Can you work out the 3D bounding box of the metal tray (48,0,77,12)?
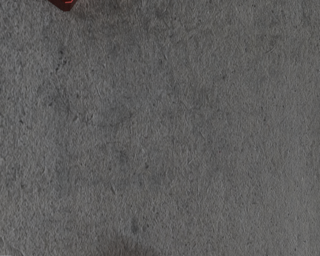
[{"bbox_3d":[-0.112,-0.217,0.364,0.090,0.030,0.130,34,79,-17],"label":"metal tray"}]
